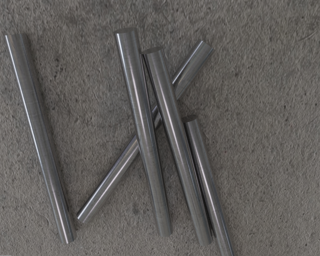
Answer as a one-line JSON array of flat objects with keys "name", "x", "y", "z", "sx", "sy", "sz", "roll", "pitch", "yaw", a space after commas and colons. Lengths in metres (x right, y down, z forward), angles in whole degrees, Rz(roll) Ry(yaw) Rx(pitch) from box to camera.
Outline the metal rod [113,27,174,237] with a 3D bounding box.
[{"name": "metal rod", "x": -0.014, "y": 0.027, "z": 0.394, "sx": 0.025, "sy": 0.025, "sz": 0.298, "roll": -8, "pitch": 120, "yaw": 3}]

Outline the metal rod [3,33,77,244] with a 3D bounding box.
[{"name": "metal rod", "x": -0.155, "y": 0.028, "z": 0.418, "sx": 0.025, "sy": 0.025, "sz": 0.298, "roll": -6, "pitch": 110, "yaw": 2}]

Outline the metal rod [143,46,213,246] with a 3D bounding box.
[{"name": "metal rod", "x": 0.030, "y": 0.042, "z": 0.407, "sx": 0.025, "sy": 0.025, "sz": 0.298, "roll": -14, "pitch": 116, "yaw": 5}]

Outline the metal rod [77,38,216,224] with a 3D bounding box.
[{"name": "metal rod", "x": -0.027, "y": 0.015, "z": 0.415, "sx": 0.025, "sy": 0.025, "sz": 0.299, "roll": 33, "pitch": 107, "yaw": -11}]

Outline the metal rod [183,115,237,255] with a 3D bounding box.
[{"name": "metal rod", "x": 0.081, "y": 0.121, "z": 0.455, "sx": 0.025, "sy": 0.025, "sz": 0.298, "roll": -16, "pitch": 110, "yaw": 6}]
